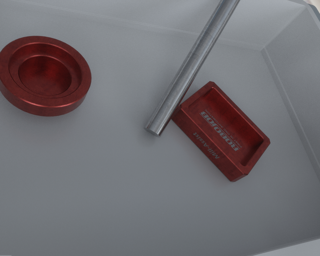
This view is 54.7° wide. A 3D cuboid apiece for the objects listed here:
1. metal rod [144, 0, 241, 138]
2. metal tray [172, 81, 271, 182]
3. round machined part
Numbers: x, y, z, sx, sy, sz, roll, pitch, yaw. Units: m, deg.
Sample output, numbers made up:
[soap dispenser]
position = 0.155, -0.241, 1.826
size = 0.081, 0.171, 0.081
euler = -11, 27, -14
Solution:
[metal rod]
position = 0.064, -0.120, 0.431
size = 0.025, 0.025, 0.300
euler = 32, 78, -8
[metal tray]
position = 0.090, 0.002, 0.451
size = 0.130, 0.030, 0.091
euler = 47, 51, 4
[round machined part]
position = -0.133, -0.055, 0.357
size = 0.099, 0.042, 0.098
euler = 14, 56, -21
